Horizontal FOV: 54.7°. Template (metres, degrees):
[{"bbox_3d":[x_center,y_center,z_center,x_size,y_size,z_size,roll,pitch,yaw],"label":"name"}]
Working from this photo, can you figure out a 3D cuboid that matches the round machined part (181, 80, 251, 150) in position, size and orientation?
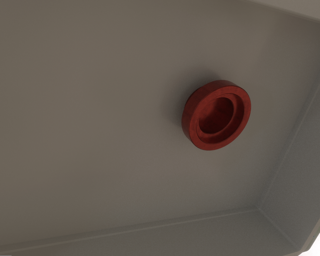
[{"bbox_3d":[0.072,-0.021,0.426,0.099,0.042,0.097,-14,125,-21],"label":"round machined part"}]
